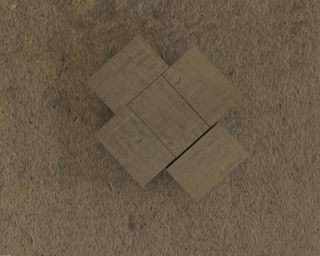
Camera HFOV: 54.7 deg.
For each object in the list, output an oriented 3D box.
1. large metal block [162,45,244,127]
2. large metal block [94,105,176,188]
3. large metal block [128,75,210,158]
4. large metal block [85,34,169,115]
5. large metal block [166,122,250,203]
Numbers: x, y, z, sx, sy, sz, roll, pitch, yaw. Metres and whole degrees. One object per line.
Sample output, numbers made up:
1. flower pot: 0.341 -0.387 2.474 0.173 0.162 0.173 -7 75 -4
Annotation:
1. large metal block: 0.047 -0.047 0.385 0.050 0.080 0.080 -42 91 0
2. large metal block: -0.028 0.020 0.384 0.050 0.080 0.080 -42 91 0
3. large metal block: 0.010 -0.013 0.384 0.050 0.080 0.080 -42 91 0
4. large metal block: -0.036 -0.060 0.384 0.080 0.080 0.050 -42 91 0
5. large metal block: 0.053 0.038 0.385 0.080 0.080 0.050 -42 91 0
